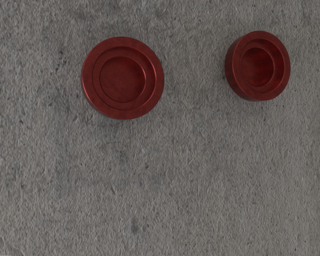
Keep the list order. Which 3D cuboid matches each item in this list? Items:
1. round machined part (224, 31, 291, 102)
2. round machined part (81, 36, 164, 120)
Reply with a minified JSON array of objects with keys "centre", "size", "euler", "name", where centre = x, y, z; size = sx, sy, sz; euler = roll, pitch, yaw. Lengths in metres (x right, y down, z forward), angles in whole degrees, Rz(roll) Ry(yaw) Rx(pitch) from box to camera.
[{"centre":[0.136,-0.087,0.450],"size":[0.099,0.042,0.097],"euler":[0,90,-20],"name":"round machined part"},{"centre":[-0.048,-0.059,0.382],"size":[0.099,0.042,0.097],"euler":[0,90,-20],"name":"round machined part"}]
